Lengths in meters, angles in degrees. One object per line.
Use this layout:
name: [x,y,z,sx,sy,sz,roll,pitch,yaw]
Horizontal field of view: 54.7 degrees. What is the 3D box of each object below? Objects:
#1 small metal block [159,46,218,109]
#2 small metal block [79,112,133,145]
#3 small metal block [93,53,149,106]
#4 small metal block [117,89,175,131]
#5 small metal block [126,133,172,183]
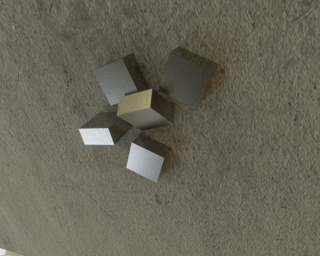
small metal block: [0.032,-0.058,0.354,0.050,0.025,0.050,27,128,11]
small metal block: [-0.074,0.000,0.430,0.050,0.050,0.025,-1,118,29]
small metal block: [-0.049,-0.061,0.395,0.050,0.025,0.050,-13,112,33]
small metal block: [-0.016,-0.021,0.386,0.050,0.025,0.050,-11,151,33]
small metal block: [-0.016,0.043,0.442,0.050,0.025,0.050,25,127,13]
